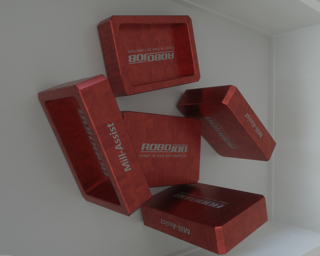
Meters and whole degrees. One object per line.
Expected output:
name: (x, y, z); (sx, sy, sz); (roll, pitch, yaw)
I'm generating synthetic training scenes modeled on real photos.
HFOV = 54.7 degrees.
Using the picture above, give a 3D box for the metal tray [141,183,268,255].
metal tray: (0.050, 0.101, 0.379); (0.091, 0.130, 0.030); (-17, 101, -40)

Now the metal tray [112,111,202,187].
metal tray: (-0.003, 0.028, 0.399); (0.131, 0.030, 0.089); (4, 87, -40)

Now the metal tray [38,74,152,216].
metal tray: (-0.066, 0.017, 0.308); (0.030, 0.090, 0.129); (-31, 110, -37)

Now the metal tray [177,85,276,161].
metal tray: (0.096, -0.004, 0.444); (0.130, 0.090, 0.030); (45, 63, -31)

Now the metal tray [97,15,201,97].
metal tray: (-0.008, -0.094, 0.396); (0.131, 0.030, 0.089); (-17, 101, -39)
